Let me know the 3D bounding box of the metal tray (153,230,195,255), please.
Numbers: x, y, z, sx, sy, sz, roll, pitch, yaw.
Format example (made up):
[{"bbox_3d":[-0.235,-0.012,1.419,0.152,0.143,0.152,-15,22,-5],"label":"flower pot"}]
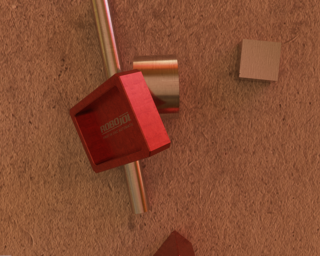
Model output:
[{"bbox_3d":[-0.009,0.198,0.377,0.030,0.090,0.130,39,90,0],"label":"metal tray"}]

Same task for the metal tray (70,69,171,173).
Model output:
[{"bbox_3d":[-0.053,-0.002,0.361,0.030,0.130,0.090,-22,90,-40],"label":"metal tray"}]

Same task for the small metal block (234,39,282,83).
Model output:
[{"bbox_3d":[0.129,-0.088,0.412,0.050,0.025,0.050,6,90,-1],"label":"small metal block"}]

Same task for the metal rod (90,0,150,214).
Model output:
[{"bbox_3d":[-0.053,-0.037,0.409,0.025,0.025,0.298,-11,90,0],"label":"metal rod"}]

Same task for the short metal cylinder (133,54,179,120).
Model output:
[{"bbox_3d":[-0.004,-0.050,0.382,0.050,0.080,0.079,-3,90,0],"label":"short metal cylinder"}]
